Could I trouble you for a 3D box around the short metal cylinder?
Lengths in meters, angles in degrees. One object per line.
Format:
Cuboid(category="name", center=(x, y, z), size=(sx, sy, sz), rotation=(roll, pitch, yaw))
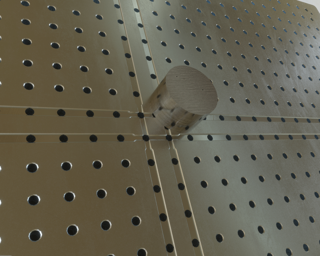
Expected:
Cuboid(category="short metal cylinder", center=(0.033, -0.041, 0.437), size=(0.081, 0.050, 0.080), rotation=(14, 56, -21))
